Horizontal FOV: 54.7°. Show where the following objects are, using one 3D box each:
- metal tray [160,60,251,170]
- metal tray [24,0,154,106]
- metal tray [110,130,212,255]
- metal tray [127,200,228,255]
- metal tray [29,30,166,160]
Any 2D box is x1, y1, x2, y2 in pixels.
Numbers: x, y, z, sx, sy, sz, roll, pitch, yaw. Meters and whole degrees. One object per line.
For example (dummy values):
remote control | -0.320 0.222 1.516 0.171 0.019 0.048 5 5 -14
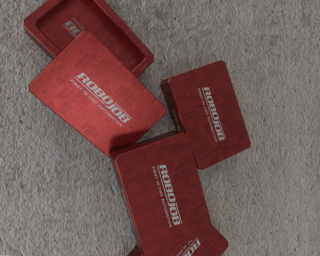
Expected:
metal tray | 0.065 -0.018 0.430 0.091 0.030 0.129 -22 98 -19
metal tray | -0.082 -0.101 0.375 0.130 0.030 0.090 46 76 -14
metal tray | 0.003 0.077 0.371 0.091 0.030 0.129 -19 100 -19
metal tray | 0.019 0.172 0.413 0.130 0.030 0.090 -45 104 -15
metal tray | -0.068 -0.035 0.357 0.090 0.030 0.130 -44 114 3
